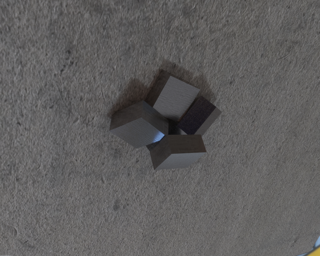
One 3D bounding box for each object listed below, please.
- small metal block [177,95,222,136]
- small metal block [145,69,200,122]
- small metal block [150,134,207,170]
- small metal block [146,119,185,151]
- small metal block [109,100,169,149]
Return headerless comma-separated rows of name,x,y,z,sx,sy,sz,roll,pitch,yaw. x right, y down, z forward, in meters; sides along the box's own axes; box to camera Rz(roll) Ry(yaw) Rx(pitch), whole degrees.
small metal block,0.054,-0.013,0.418,0.050,0.025,0.050,-52,162,8
small metal block,0.014,-0.040,0.393,0.050,0.025,0.050,19,108,-36
small metal block,0.022,0.031,0.394,0.050,0.025,0.050,0,151,-29
small metal block,0.015,0.020,0.431,0.050,0.025,0.050,-48,129,5
small metal block,-0.025,-0.003,0.380,0.050,0.025,0.050,-21,139,31
